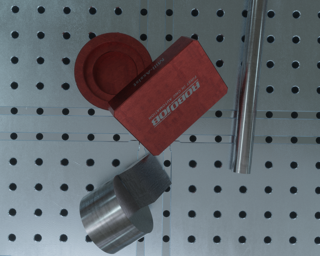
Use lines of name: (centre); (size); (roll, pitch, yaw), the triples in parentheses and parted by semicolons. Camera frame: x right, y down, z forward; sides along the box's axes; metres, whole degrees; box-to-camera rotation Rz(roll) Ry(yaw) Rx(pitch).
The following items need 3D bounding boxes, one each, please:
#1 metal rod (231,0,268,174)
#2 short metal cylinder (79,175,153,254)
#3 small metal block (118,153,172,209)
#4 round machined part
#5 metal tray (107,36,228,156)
metal rod: (0.123, -0.089, 0.414); (0.025, 0.025, 0.298); (6, 90, -1)
short metal cylinder: (-0.052, 0.105, 0.382); (0.050, 0.080, 0.080); (-34, 90, 10)
small metal block: (-0.018, 0.066, 0.398); (0.025, 0.050, 0.050); (-32, 91, 33)
round machined part: (-0.057, -0.070, 0.404); (0.099, 0.042, 0.097); (0, 90, -1)
metal tray: (0.012, -0.038, 0.387); (0.130, 0.030, 0.090); (-42, 124, -1)
